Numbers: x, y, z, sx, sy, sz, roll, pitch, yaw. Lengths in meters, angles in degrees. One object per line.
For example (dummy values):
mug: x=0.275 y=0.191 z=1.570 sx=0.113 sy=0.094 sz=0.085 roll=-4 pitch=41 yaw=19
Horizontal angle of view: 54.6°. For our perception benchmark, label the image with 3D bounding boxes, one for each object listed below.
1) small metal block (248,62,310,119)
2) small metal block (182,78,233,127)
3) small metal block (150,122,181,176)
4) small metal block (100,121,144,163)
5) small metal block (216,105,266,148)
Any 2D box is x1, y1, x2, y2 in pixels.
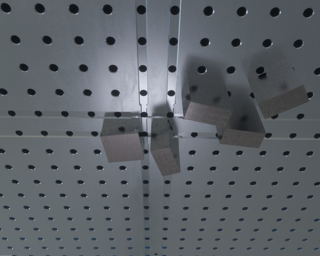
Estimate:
small metal block: x=0.135 y=-0.044 z=0.359 sx=0.050 sy=0.050 sz=0.025 roll=-24 pitch=126 yaw=19
small metal block: x=0.055 y=-0.031 z=0.369 sx=0.050 sy=0.050 sz=0.025 roll=12 pitch=129 yaw=-10
small metal block: x=0.008 y=0.028 z=0.419 sx=0.025 sy=0.050 sz=0.050 roll=-14 pitch=129 yaw=12
small metal block: x=-0.050 y=0.020 z=0.428 sx=0.050 sy=0.025 sz=0.050 roll=-5 pitch=130 yaw=4
small metal block: x=0.100 y=-0.003 z=0.393 sx=0.050 sy=0.050 sz=0.025 roll=7 pitch=130 yaw=-6
